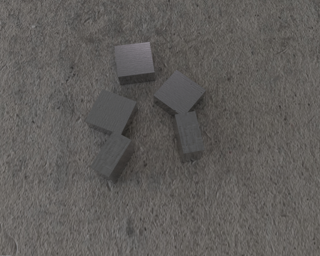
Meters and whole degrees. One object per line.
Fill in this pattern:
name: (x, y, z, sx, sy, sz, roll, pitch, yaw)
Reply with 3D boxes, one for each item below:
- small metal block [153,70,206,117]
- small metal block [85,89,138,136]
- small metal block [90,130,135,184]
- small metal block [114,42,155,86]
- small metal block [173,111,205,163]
small metal block: (0.027, -0.043, 0.424, 0.050, 0.025, 0.050, 37, 74, 12)
small metal block: (-0.063, -0.017, 0.414, 0.050, 0.025, 0.050, 21, 71, 7)
small metal block: (-0.056, 0.037, 0.381, 0.025, 0.050, 0.050, 28, 72, 9)
small metal block: (-0.036, -0.092, 0.441, 0.050, 0.025, 0.050, -8, 70, -3)
small metal block: (0.035, 0.013, 0.390, 0.025, 0.050, 0.050, -10, 71, -4)
